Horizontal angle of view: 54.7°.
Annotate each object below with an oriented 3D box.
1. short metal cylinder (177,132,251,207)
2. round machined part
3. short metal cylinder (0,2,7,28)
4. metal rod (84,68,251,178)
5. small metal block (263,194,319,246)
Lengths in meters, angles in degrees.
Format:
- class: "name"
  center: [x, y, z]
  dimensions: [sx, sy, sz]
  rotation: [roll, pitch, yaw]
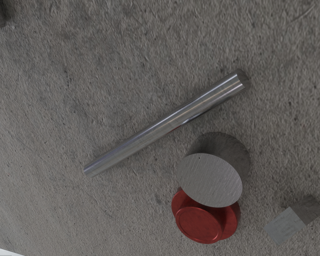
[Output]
- class: "short metal cylinder"
  center: [0.068, 0.052, 0.387]
  dimensions: [0.080, 0.050, 0.079]
  rotation: [13, 124, 21]
- class: "round machined part"
  center: [0.061, 0.125, 0.441]
  dimensions: [0.098, 0.042, 0.097]
  rotation: [13, 124, 21]
- class: "short metal cylinder"
  center: [-0.253, -0.156, 0.408]
  dimensions: [0.080, 0.080, 0.050]
  rotation: [9, 122, 23]
- class: "metal rod"
  center: [-0.013, 0.009, 0.418]
  dimensions: [0.299, 0.025, 0.025]
  rotation: [-31, 101, 38]
- class: "small metal block"
  center: [0.161, 0.109, 0.370]
  dimensions: [0.025, 0.050, 0.050]
  rotation: [54, 135, 28]
